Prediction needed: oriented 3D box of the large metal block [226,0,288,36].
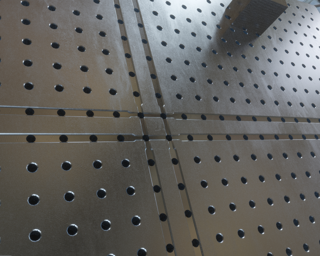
[{"bbox_3d":[0.195,-0.244,0.630,0.081,0.080,0.050,9,58,-24],"label":"large metal block"}]
